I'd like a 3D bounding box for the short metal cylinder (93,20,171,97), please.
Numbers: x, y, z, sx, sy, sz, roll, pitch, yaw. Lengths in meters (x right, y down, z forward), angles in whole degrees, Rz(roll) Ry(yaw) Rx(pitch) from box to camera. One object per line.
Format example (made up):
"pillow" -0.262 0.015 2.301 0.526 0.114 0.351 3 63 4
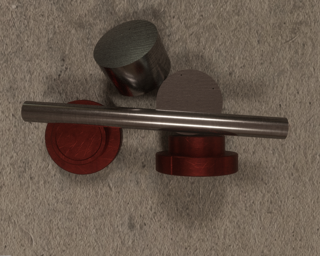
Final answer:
"short metal cylinder" -0.033 -0.085 0.377 0.080 0.050 0.080 -11 53 15

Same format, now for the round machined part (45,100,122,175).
"round machined part" -0.100 0.012 0.400 0.099 0.042 0.097 0 90 -1

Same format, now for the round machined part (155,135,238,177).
"round machined part" 0.044 0.030 0.374 0.099 0.098 0.042 0 91 -1

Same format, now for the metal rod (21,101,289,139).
"metal rod" -0.008 -0.010 0.360 0.302 0.025 0.025 4 90 3

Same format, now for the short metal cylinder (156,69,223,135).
"short metal cylinder" 0.036 -0.031 0.398 0.081 0.050 0.079 0 90 -1
